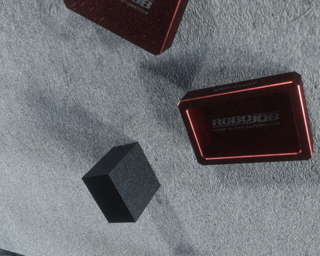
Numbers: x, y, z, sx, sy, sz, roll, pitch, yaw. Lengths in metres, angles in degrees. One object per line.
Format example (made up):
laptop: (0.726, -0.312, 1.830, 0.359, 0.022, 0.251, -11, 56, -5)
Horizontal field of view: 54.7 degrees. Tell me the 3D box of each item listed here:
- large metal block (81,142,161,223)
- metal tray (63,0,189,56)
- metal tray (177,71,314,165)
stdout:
large metal block: (-0.052, 0.078, 0.447, 0.050, 0.080, 0.080, -13, 112, 33)
metal tray: (-0.036, -0.148, 0.331, 0.130, 0.030, 0.089, 30, 128, 8)
metal tray: (0.095, -0.005, 0.350, 0.130, 0.030, 0.090, -7, 115, 31)
